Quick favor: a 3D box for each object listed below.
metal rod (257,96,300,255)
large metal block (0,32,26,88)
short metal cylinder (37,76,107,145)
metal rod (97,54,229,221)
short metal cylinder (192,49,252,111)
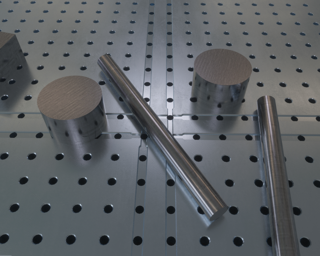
[{"bbox_3d":[0.132,0.077,0.343,0.025,0.025,0.300,6,50,4],"label":"metal rod"},{"bbox_3d":[-0.274,-0.109,0.481,0.080,0.050,0.080,13,51,10],"label":"large metal block"},{"bbox_3d":[-0.114,-0.024,0.411,0.081,0.050,0.080,0,50,0],"label":"short metal cylinder"},{"bbox_3d":[-0.013,-0.008,0.413,0.025,0.025,0.300,-24,54,-19],"label":"metal rod"},{"bbox_3d":[0.088,-0.071,0.451,0.081,0.050,0.080,0,50,0],"label":"short metal cylinder"}]
